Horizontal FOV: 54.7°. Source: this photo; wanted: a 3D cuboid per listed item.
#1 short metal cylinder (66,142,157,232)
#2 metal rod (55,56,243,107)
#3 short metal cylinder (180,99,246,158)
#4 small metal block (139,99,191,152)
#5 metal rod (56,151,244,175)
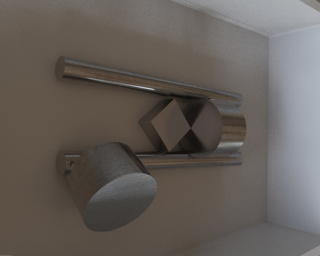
[{"bbox_3d":[-0.051,0.061,0.325,0.081,0.050,0.079,-21,135,-23],"label":"short metal cylinder"},{"bbox_3d":[0.012,-0.054,0.416,0.302,0.025,0.025,4,88,-40],"label":"metal rod"},{"bbox_3d":[0.071,0.001,0.431,0.050,0.080,0.079,2,89,-40],"label":"short metal cylinder"},{"bbox_3d":[0.007,-0.004,0.413,0.050,0.025,0.050,-45,118,-31],"label":"small metal block"},{"bbox_3d":[0.013,0.044,0.417,0.302,0.025,0.025,4,88,-40],"label":"metal rod"}]
